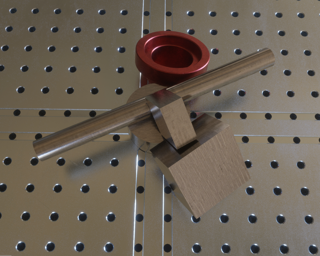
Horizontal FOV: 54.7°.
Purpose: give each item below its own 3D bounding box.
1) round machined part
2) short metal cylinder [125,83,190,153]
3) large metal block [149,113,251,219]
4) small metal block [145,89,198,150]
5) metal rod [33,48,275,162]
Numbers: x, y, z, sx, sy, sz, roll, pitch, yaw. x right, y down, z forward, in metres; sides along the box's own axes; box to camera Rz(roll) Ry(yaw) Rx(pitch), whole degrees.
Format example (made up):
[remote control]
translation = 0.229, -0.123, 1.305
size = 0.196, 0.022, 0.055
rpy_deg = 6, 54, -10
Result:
[round machined part]
translation = 0.015, -0.088, 0.423
size = 0.099, 0.042, 0.098
rpy_deg = 4, 47, -4
[short metal cylinder]
translation = -0.003, -0.011, 0.402
size = 0.081, 0.050, 0.080
rpy_deg = 0, 70, 0
[large metal block]
translation = 0.047, 0.042, 0.359
size = 0.080, 0.050, 0.080
rpy_deg = -34, 118, -11
[small metal block]
translation = 0.012, -0.011, 0.338
size = 0.025, 0.050, 0.050
rpy_deg = -28, 115, -10
[metal rod]
translation = 0.001, -0.032, 0.370
size = 0.302, 0.025, 0.025
rpy_deg = -23, 72, -9
